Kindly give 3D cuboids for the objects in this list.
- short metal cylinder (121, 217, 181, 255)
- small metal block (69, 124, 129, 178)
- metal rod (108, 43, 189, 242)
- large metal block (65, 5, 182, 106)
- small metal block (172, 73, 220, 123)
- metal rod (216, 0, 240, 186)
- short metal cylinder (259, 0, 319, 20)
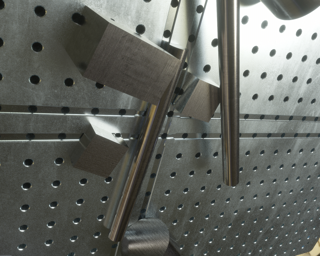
[{"bbox_3d":[-0.014,0.189,0.485,0.080,0.080,0.050,-33,129,-6],"label":"short metal cylinder"},{"bbox_3d":[-0.076,0.030,0.388,0.050,0.025,0.050,28,103,-38],"label":"small metal block"},{"bbox_3d":[-0.023,0.035,0.420,0.025,0.025,0.298,5,116,-31],"label":"metal rod"},{"bbox_3d":[-0.039,-0.073,0.309,0.080,0.080,0.050,19,108,-36],"label":"large metal block"},{"bbox_3d":[0.053,-0.040,0.415,0.050,0.025,0.050,16,110,-35],"label":"small metal block"},{"bbox_3d":[0.091,-0.038,0.404,0.025,0.025,0.298,-21,126,-16],"label":"metal rod"},{"bbox_3d":[0.149,-0.172,0.351,0.050,0.080,0.080,24,105,-37],"label":"short metal cylinder"}]
